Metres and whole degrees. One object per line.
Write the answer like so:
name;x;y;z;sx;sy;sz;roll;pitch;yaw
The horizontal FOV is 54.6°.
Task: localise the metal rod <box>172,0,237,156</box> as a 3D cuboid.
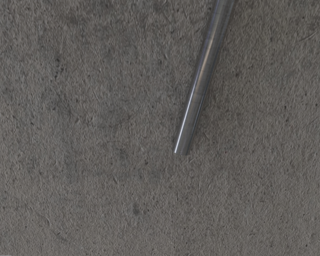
metal rod;0.064;-0.104;0.371;0.025;0.025;0.298;13;110;-5
